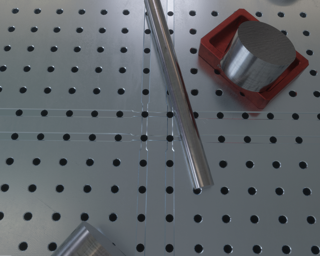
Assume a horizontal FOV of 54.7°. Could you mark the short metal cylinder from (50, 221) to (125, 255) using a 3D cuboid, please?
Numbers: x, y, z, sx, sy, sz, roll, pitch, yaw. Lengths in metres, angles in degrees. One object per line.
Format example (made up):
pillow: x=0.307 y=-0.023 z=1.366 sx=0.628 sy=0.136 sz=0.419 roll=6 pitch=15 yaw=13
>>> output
short metal cylinder: x=-0.071 y=0.145 z=0.329 sx=0.080 sy=0.080 sz=0.050 roll=39 pitch=75 yaw=13

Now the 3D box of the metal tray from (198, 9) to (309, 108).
metal tray: x=0.132 y=-0.102 z=0.447 sx=0.090 sy=0.030 sz=0.130 roll=-41 pitch=75 yaw=-14

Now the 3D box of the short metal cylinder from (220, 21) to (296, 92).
short metal cylinder: x=0.127 y=-0.094 z=0.406 sx=0.081 sy=0.050 sz=0.080 roll=9 pitch=54 yaw=-13

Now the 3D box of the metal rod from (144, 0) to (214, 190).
metal rod: x=0.021 y=-0.063 z=0.434 sx=0.025 sy=0.025 sz=0.299 roll=-12 pitch=70 yaw=-5
